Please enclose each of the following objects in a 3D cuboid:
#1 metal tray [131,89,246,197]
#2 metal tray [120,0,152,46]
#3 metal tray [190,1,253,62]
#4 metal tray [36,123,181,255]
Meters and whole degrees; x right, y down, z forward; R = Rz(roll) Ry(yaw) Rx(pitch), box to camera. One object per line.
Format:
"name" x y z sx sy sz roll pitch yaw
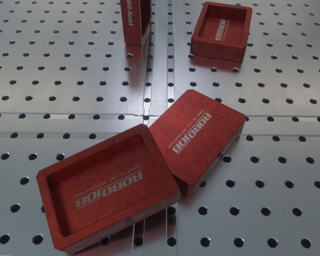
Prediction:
"metal tray" 0.038 0.013 0.394 0.090 0.030 0.131 30 56 23
"metal tray" -0.039 -0.219 0.523 0.030 0.129 0.090 9 51 7
"metal tray" 0.111 -0.175 0.551 0.090 0.030 0.130 12 51 10
"metal tray" -0.055 0.061 0.329 0.131 0.030 0.090 -25 60 -5
